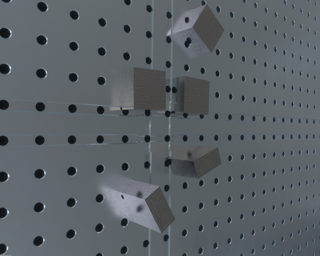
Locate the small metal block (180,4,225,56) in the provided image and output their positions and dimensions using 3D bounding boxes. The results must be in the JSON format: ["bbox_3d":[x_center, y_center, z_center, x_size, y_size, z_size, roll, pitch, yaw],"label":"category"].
[{"bbox_3d":[0.064,-0.145,0.461,0.050,0.025,0.050,44,64,-31],"label":"small metal block"}]

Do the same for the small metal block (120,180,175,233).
[{"bbox_3d":[-0.015,0.095,0.379,0.025,0.050,0.050,-37,113,-34],"label":"small metal block"}]

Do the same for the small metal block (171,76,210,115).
[{"bbox_3d":[0.044,-0.045,0.445,0.050,0.025,0.050,3,88,-40],"label":"small metal block"}]

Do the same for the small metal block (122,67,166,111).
[{"bbox_3d":[-0.020,-0.048,0.391,0.050,0.025,0.050,-1,91,-40],"label":"small metal block"}]

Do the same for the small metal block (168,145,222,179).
[{"bbox_3d":[0.048,0.046,0.432,0.050,0.050,0.025,-24,106,-37],"label":"small metal block"}]
